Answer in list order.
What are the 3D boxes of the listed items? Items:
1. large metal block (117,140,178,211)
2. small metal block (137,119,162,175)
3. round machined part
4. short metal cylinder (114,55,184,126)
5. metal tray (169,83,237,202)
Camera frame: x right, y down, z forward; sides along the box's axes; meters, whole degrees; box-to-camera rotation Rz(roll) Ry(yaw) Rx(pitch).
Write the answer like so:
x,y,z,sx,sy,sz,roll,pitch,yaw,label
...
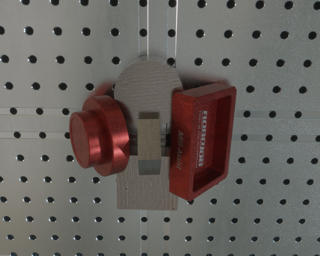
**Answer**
x,y,z,sx,sy,sz,roll,pitch,yaw,label
-0.015,0.063,0.423,0.081,0.050,0.079,2,110,-1,large metal block
-0.013,0.023,0.363,0.025,0.050,0.050,-1,152,-3,small metal block
-0.078,0.012,0.374,0.042,0.098,0.097,-11,114,-32,round machined part
-0.013,-0.046,0.382,0.081,0.050,0.079,0,110,0,short metal cylinder
0.054,0.015,0.386,0.030,0.091,0.129,19,116,39,metal tray
